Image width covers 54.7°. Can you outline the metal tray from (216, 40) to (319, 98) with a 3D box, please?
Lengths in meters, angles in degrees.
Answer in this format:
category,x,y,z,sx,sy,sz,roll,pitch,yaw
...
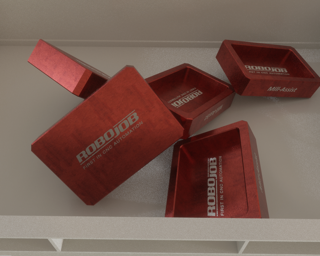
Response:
category,x,y,z,sx,sy,sz,roll,pitch,yaw
metal tray,0.158,-0.087,0.453,0.131,0.030,0.090,-1,48,-20

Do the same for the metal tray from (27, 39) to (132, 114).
category,x,y,z,sx,sy,sz,roll,pitch,yaw
metal tray,-0.085,-0.058,0.390,0.090,0.130,0.030,34,96,25

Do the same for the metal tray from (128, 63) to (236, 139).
category,x,y,z,sx,sy,sz,roll,pitch,yaw
metal tray,0.033,-0.042,0.409,0.090,0.030,0.131,32,38,23

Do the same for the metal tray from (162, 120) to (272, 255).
category,x,y,z,sx,sy,sz,roll,pitch,yaw
metal tray,0.055,0.055,0.314,0.090,0.030,0.130,-20,34,23

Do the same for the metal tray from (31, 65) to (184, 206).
category,x,y,z,sx,sy,sz,roll,pitch,yaw
metal tray,-0.052,0.008,0.324,0.130,0.090,0.030,-38,15,4
